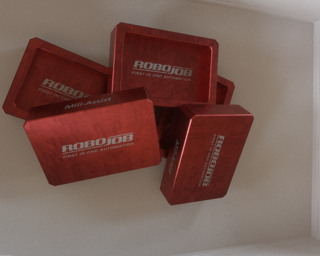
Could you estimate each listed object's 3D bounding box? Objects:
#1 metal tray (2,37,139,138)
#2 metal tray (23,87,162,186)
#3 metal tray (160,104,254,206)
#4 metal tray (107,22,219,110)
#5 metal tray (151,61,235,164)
[{"bbox_3d":[-0.102,-0.038,0.367,0.131,0.030,0.090,21,83,-19],"label":"metal tray"},{"bbox_3d":[-0.069,0.011,0.345,0.131,0.030,0.089,-11,124,-5],"label":"metal tray"},{"bbox_3d":[0.057,0.034,0.394,0.091,0.030,0.129,-2,119,-26],"label":"metal tray"},{"bbox_3d":[0.005,-0.069,0.377,0.131,0.030,0.089,4,89,-20],"label":"metal tray"},{"bbox_3d":[0.041,-0.016,0.422,0.091,0.030,0.129,21,83,-19],"label":"metal tray"}]
